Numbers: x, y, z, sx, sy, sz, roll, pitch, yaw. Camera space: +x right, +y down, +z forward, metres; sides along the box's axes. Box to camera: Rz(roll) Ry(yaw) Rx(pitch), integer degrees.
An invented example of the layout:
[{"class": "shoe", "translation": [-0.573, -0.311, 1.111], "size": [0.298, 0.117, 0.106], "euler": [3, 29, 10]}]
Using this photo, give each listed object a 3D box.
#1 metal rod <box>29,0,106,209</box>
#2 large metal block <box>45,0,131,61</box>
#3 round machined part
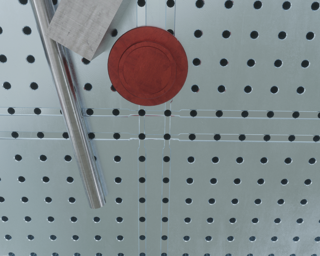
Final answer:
[{"class": "metal rod", "translation": [-0.116, -0.027, 0.401], "size": [0.025, 0.025, 0.298], "euler": [-9, 110, 3]}, {"class": "large metal block", "translation": [-0.072, -0.126, 0.337], "size": [0.050, 0.080, 0.080], "euler": [30, 107, -11]}, {"class": "round machined part", "translation": [-0.015, -0.073, 0.377], "size": [0.099, 0.042, 0.097], "euler": [0, 110, -1]}]
